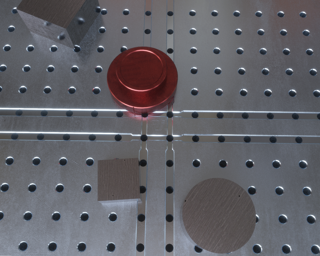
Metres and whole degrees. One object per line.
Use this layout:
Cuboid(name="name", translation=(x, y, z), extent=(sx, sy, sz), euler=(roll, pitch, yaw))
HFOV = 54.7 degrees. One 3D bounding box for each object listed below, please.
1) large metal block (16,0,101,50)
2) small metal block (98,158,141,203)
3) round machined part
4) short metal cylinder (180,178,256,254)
Cuboid(name="large metal block", translation=(-0.147, -0.176, 0.462), extent=(0.080, 0.050, 0.080), euler=(23, 72, 8))
Cuboid(name="small metal block", translation=(-0.050, 0.066, 0.387), extent=(0.050, 0.025, 0.050), euler=(-3, 70, -2))
Cuboid(name="round machined part", translation=(-0.024, -0.072, 0.429), extent=(0.099, 0.042, 0.098), euler=(0, 70, 0))
Cuboid(name="short metal cylinder", translation=(0.065, 0.102, 0.361), extent=(0.081, 0.050, 0.080), euler=(0, 70, 0))
